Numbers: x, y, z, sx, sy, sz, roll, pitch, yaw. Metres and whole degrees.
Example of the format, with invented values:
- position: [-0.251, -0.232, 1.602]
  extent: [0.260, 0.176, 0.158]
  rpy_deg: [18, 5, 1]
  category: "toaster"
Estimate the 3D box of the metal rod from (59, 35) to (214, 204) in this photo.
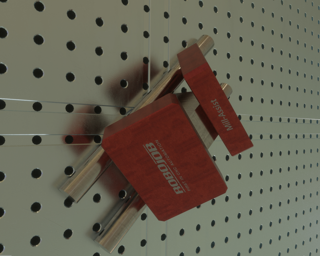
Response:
- position: [-0.013, -0.029, 0.400]
  extent: [0.301, 0.025, 0.025]
  rpy_deg: [-50, 120, -28]
  category: "metal rod"

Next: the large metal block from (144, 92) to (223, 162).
- position: [0.027, -0.002, 0.397]
  extent: [0.080, 0.080, 0.050]
  rpy_deg: [-50, 120, -29]
  category: "large metal block"

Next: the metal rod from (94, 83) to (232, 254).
- position: [0.020, 0.037, 0.428]
  extent: [0.301, 0.025, 0.025]
  rpy_deg: [-49, 120, -29]
  category: "metal rod"

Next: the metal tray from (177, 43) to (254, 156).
- position: [0.070, -0.037, 0.399]
  extent: [0.130, 0.030, 0.090]
  rpy_deg: [54, 15, -26]
  category: "metal tray"

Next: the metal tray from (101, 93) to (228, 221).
- position: [0.008, 0.037, 0.347]
  extent: [0.090, 0.030, 0.130]
  rpy_deg: [-28, 115, 9]
  category: "metal tray"
